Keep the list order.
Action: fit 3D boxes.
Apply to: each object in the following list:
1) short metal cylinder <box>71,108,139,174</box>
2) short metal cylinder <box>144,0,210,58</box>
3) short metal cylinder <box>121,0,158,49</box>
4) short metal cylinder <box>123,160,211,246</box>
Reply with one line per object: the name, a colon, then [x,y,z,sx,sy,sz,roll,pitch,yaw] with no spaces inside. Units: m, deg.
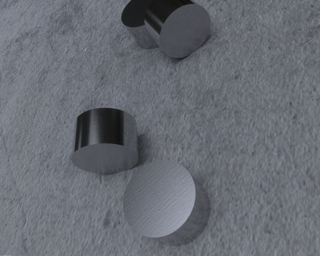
short metal cylinder: [-0.068,0.018,0.392,0.080,0.080,0.050,-17,55,18]
short metal cylinder: [0.025,-0.149,0.446,0.080,0.080,0.050,-37,51,3]
short metal cylinder: [-0.015,-0.175,0.502,0.080,0.050,0.080,-13,56,20]
short metal cylinder: [0.008,0.081,0.333,0.080,0.050,0.080,-13,56,20]
